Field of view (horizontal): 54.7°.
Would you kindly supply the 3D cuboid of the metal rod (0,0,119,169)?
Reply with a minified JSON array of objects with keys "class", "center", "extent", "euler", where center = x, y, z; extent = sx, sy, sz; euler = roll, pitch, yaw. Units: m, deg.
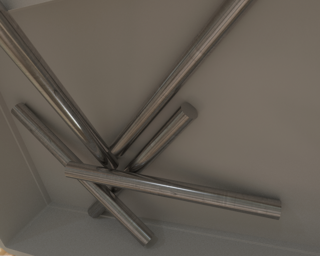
[{"class":"metal rod","center":[-0.113,-0.027,0.367],"extent":[0.025,0.025,0.299],"euler":[9,149,23]}]

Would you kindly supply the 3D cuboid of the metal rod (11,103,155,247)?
[{"class":"metal rod","center":[-0.126,0.069,0.491],"extent":[0.300,0.025,0.025],"euler":[43,129,7]}]

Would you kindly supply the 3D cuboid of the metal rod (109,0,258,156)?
[{"class":"metal rod","center":[0.015,-0.054,0.365],"extent":[0.025,0.025,0.298],"euler":[42,129,-1]}]

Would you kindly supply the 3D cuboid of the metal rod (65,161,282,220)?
[{"class":"metal rod","center":[0.008,0.083,0.430],"extent":[0.301,0.025,0.025],"euler":[8,122,14]}]

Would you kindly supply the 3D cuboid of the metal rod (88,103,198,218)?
[{"class":"metal rod","center":[-0.042,0.065,0.469],"extent":[0.025,0.025,0.298],"euler":[41,129,-1]}]
